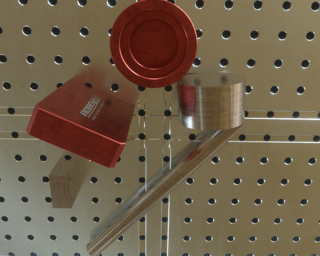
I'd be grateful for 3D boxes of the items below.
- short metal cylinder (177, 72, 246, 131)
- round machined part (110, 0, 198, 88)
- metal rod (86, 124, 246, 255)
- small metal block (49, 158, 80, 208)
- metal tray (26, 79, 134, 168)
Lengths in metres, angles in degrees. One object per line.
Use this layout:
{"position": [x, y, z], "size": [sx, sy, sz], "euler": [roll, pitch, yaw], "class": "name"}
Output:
{"position": [0.061, -0.034, 0.372], "size": [0.081, 0.080, 0.050], "euler": [-3, 110, 1], "class": "short metal cylinder"}
{"position": [-0.007, -0.099, 0.366], "size": [0.099, 0.042, 0.097], "euler": [0, 108, 0], "class": "round machined part"}
{"position": [0.000, 0.089, 0.446], "size": [0.025, 0.025, 0.299], "euler": [43, 104, -14], "class": "metal rod"}
{"position": [-0.130, 0.075, 0.426], "size": [0.025, 0.050, 0.050], "euler": [1, 110, -1], "class": "small metal block"}
{"position": [-0.080, -0.012, 0.352], "size": [0.090, 0.130, 0.030], "euler": [24, 108, -9], "class": "metal tray"}
